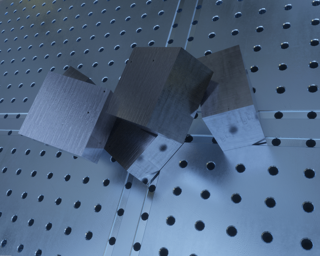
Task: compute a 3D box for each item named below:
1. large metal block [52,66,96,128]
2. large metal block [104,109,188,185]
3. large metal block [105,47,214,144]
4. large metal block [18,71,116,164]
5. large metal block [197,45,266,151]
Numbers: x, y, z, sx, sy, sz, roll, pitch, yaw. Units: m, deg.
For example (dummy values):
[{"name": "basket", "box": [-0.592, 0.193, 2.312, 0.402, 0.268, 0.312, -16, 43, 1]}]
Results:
[{"name": "large metal block", "box": [-0.119, -0.028, 0.450, 0.050, 0.080, 0.080, 34, 81, 38]}, {"name": "large metal block", "box": [-0.026, 0.011, 0.397, 0.080, 0.050, 0.080, -48, 52, -6]}, {"name": "large metal block", "box": [-0.003, -0.037, 0.326, 0.080, 0.050, 0.080, 19, 84, 51]}, {"name": "large metal block", "box": [-0.103, -0.011, 0.367, 0.080, 0.050, 0.080, 18, 77, 13]}, {"name": "large metal block", "box": [0.080, -0.031, 0.349, 0.050, 0.080, 0.080, -15, 56, 19]}]
